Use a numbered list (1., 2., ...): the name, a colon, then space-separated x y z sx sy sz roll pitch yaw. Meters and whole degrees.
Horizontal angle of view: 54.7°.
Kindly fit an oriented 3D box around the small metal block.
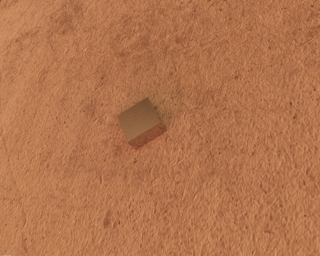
1. small metal block: -0.024 -0.006 0.421 0.050 0.025 0.050 -32 52 7
